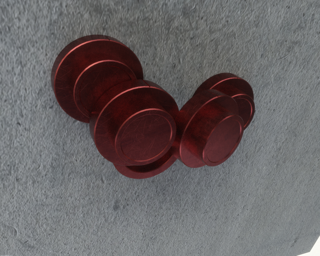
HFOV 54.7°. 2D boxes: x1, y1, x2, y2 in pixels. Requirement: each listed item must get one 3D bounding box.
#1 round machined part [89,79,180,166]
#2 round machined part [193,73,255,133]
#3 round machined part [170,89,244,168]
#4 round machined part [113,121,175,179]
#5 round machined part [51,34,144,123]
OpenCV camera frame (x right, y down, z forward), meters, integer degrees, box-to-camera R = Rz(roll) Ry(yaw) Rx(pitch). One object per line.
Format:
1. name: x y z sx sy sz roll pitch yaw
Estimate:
1. round machined part: -0.022 0.001 0.332 0.099 0.042 0.097 -14 125 -21
2. round machined part: 0.093 -0.024 0.434 0.099 0.042 0.097 -14 125 -21
3. round machined part: 0.062 0.007 0.369 0.099 0.042 0.097 -24 131 -31
4. round machined part: -0.020 0.014 0.396 0.099 0.042 0.097 -14 125 -21
5. round machined part: -0.063 -0.047 0.334 0.099 0.042 0.097 -14 125 -21
